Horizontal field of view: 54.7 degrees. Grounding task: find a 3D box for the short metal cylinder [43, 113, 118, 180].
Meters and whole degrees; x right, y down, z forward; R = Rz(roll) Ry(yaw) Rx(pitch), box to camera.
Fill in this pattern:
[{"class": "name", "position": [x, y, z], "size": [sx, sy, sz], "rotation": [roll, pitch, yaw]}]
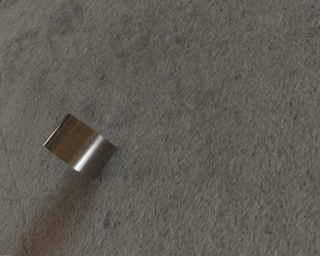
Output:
[{"class": "short metal cylinder", "position": [-0.104, 0.024, 0.406], "size": [0.080, 0.080, 0.050], "rotation": [28, 77, 37]}]
